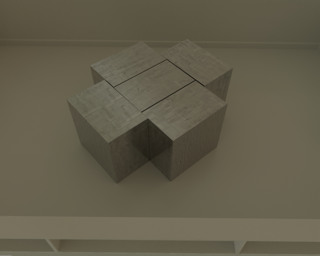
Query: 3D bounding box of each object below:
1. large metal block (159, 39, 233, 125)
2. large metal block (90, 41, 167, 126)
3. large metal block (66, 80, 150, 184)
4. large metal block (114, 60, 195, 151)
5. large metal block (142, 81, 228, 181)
[{"bbox_3d":[0.044,-0.059,0.419,0.050,0.080,0.080,-34,58,-25],"label":"large metal block"},{"bbox_3d":[-0.039,-0.056,0.414,0.080,0.080,0.050,-33,58,-25],"label":"large metal block"},{"bbox_3d":[-0.058,0.004,0.364,0.050,0.080,0.080,-34,58,-25],"label":"large metal block"},{"bbox_3d":[-0.006,-0.026,0.390,0.080,0.080,0.050,-33,58,-25],"label":"large metal block"},{"bbox_3d":[0.027,0.004,0.366,0.080,0.080,0.050,-33,58,-25],"label":"large metal block"}]
